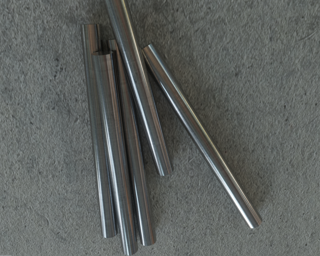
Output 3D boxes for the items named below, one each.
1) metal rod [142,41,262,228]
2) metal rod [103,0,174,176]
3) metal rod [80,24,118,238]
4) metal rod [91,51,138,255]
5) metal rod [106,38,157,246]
[{"bbox_3d":[0.061,0.021,0.417,0.025,0.025,0.299,-31,108,10],"label":"metal rod"},{"bbox_3d":[-0.029,-0.069,0.364,0.025,0.025,0.298,-13,117,5],"label":"metal rod"},{"bbox_3d":[-0.078,0.018,0.415,0.025,0.025,0.298,-1,110,0],"label":"metal rod"},{"bbox_3d":[-0.056,0.050,0.413,0.025,0.025,0.298,-4,115,1],"label":"metal rod"},{"bbox_3d":[-0.035,0.032,0.421,0.025,0.025,0.298,-6,110,2],"label":"metal rod"}]
